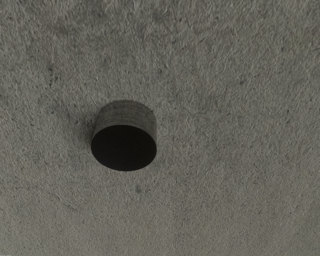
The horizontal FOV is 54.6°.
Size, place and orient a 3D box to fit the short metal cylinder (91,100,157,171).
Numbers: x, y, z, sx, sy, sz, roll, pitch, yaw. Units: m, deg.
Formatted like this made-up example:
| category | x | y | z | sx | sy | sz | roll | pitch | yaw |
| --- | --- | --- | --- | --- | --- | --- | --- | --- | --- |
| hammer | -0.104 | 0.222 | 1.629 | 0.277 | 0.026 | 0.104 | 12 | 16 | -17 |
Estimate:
| category | x | y | z | sx | sy | sz | roll | pitch | yaw |
| --- | --- | --- | --- | --- | --- | --- | --- | --- | --- |
| short metal cylinder | -0.044 | 0.010 | 0.399 | 0.080 | 0.050 | 0.080 | 0 | 130 | 0 |
